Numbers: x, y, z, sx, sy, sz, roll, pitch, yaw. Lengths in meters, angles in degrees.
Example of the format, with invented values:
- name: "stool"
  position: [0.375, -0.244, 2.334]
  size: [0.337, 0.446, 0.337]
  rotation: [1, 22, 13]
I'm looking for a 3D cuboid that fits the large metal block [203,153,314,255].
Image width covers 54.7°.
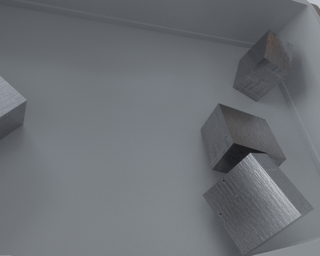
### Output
- name: "large metal block"
  position: [0.111, 0.086, 0.359]
  size: [0.050, 0.080, 0.080]
  rotation: [7, 41, -50]

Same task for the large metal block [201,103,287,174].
- name: "large metal block"
  position: [0.110, 0.020, 0.421]
  size: [0.081, 0.050, 0.080]
  rotation: [17, 37, -19]

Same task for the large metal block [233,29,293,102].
- name: "large metal block"
  position: [0.175, -0.105, 0.528]
  size: [0.050, 0.080, 0.080]
  rotation: [30, 52, -9]

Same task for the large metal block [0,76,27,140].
- name: "large metal block"
  position: [-0.192, -0.020, 0.298]
  size: [0.080, 0.050, 0.080]
  rotation: [42, 51, 1]
